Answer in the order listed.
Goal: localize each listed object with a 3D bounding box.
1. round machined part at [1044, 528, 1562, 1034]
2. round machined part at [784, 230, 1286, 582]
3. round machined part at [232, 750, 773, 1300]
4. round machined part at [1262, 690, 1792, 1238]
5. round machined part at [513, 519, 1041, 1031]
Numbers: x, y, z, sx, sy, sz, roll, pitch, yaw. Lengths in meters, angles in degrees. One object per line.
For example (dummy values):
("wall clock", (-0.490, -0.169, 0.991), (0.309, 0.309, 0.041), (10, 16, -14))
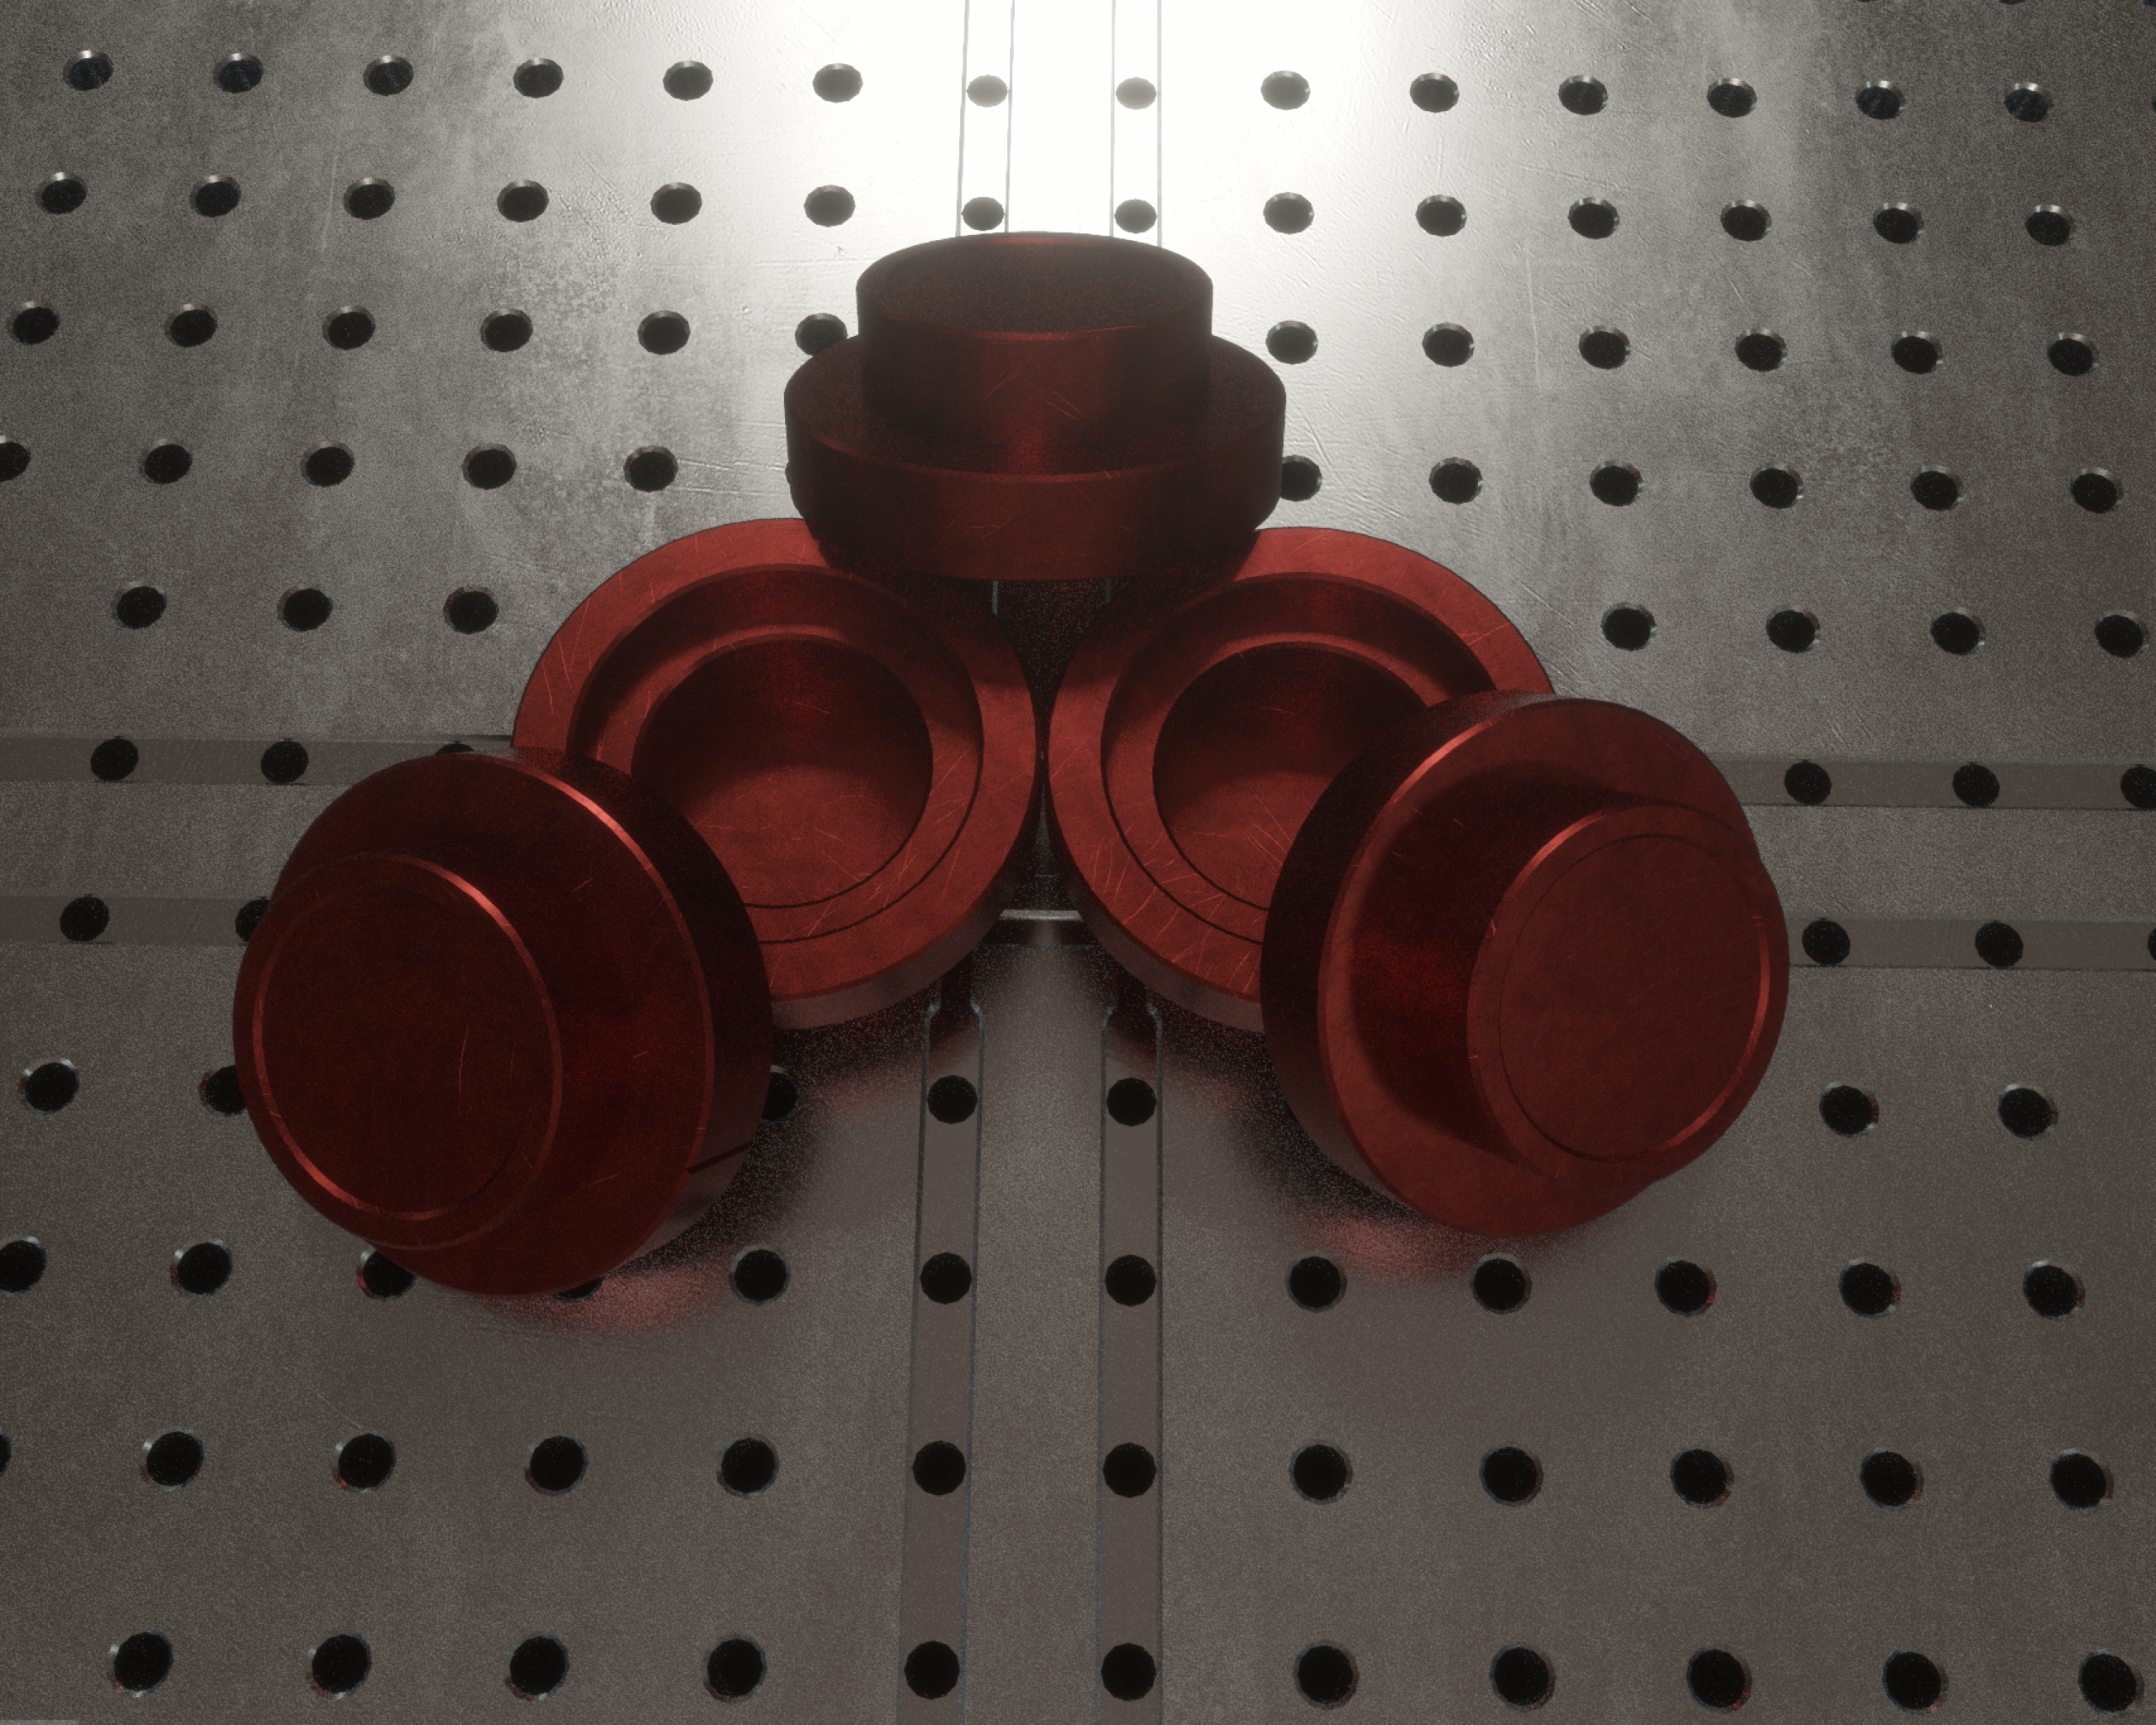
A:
("round machined part", (0.043, -0.013, 0.408), (0.099, 0.042, 0.098), (0, 70, -1))
("round machined part", (-0.008, -0.094, 0.410), (0.099, 0.042, 0.098), (0, 32, 0))
("round machined part", (-0.107, 0.030, 0.366), (0.098, 0.042, 0.097), (3, 97, 22))
("round machined part", (0.085, 0.020, 0.368), (0.099, 0.042, 0.097), (-5, 101, -25))
("round machined part", (-0.056, -0.014, 0.406), (0.099, 0.042, 0.098), (0, 70, -1))
